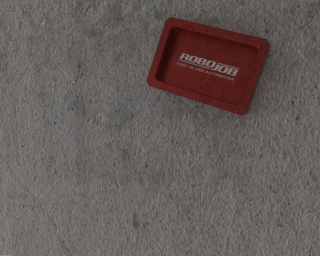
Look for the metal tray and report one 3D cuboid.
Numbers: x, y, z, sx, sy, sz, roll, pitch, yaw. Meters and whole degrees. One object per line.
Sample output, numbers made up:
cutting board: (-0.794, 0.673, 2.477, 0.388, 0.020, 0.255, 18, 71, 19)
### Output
metal tray: (0.058, -0.077, 0.386, 0.130, 0.030, 0.090, 20, 97, 18)
